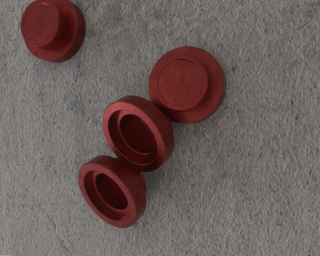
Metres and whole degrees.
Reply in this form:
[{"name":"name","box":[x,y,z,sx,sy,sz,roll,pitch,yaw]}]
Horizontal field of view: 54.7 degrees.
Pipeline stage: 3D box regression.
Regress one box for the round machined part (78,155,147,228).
[{"name":"round machined part","box":[-0.057,0.078,0.405,0.098,0.042,0.097,18,125,29]}]

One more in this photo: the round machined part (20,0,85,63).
[{"name":"round machined part","box":[-0.164,-0.149,0.458,0.098,0.042,0.097,0,90,20]}]

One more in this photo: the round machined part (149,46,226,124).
[{"name":"round machined part","box":[0.031,-0.054,0.389,0.098,0.042,0.097,0,90,20]}]

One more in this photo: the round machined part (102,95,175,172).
[{"name":"round machined part","box":[-0.022,0.003,0.393,0.098,0.042,0.097,20,128,29]}]
